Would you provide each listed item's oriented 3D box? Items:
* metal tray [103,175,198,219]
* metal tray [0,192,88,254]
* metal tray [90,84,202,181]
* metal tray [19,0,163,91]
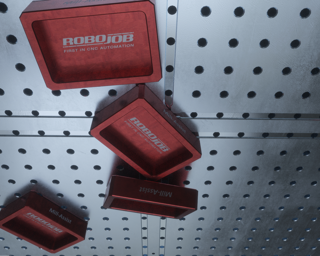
[{"bbox_3d":[-0.017,0.110,0.480,0.131,0.030,0.090,12,152,-11],"label":"metal tray"},{"bbox_3d":[-0.208,0.172,0.551,0.090,0.030,0.130,-30,124,23],"label":"metal tray"},{"bbox_3d":[-0.016,0.013,0.418,0.090,0.030,0.130,-32,124,23],"label":"metal tray"},{"bbox_3d":[-0.066,-0.090,0.330,0.131,0.030,0.089,-4,130,3],"label":"metal tray"}]
